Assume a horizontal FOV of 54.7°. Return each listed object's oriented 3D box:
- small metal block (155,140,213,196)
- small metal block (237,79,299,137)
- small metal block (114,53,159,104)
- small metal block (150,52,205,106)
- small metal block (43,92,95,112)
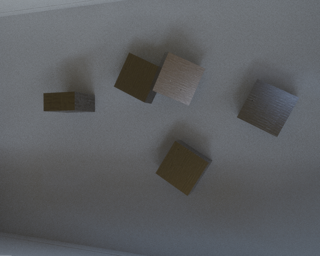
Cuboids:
[{"bbox_3d":[0.031,0.050,0.399,0.050,0.025,0.050,33,101,16],"label":"small metal block"},{"bbox_3d":[0.127,-0.023,0.366,0.050,0.025,0.050,29,99,17],"label":"small metal block"},{"bbox_3d":[-0.026,-0.067,0.419,0.050,0.025,0.050,29,99,17],"label":"small metal block"},{"bbox_3d":[0.021,-0.062,0.390,0.050,0.025,0.050,21,98,-15],"label":"small metal block"},{"bbox_3d":[-0.128,-0.036,0.441,0.050,0.050,0.025,0,90,19],"label":"small metal block"}]
